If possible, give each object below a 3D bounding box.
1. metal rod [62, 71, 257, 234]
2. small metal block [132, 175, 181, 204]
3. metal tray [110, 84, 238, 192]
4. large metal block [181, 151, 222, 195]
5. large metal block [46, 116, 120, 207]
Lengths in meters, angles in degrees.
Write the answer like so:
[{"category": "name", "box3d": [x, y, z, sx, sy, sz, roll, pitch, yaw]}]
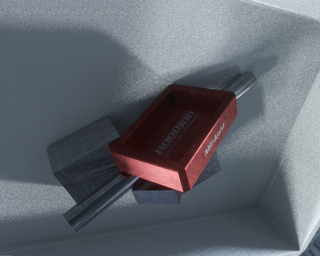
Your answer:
[{"category": "metal rod", "box3d": [0.017, 0.015, 0.379, 0.302, 0.025, 0.025, -38, 131, -23]}, {"category": "small metal block", "box3d": [0.000, 0.062, 0.368, 0.050, 0.050, 0.025, -5, 129, 17]}, {"category": "metal tray", "box3d": [0.020, 0.002, 0.344, 0.131, 0.090, 0.030, -50, 139, -36]}, {"category": "large metal block", "box3d": [0.032, 0.040, 0.435, 0.080, 0.050, 0.080, -30, 129, -10]}, {"category": "large metal block", "box3d": [-0.077, 0.046, 0.375, 0.080, 0.050, 0.080, -30, 129, -10]}]
